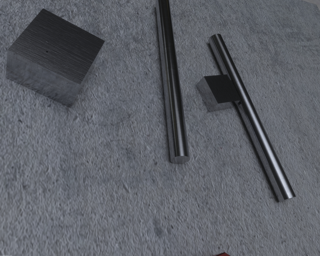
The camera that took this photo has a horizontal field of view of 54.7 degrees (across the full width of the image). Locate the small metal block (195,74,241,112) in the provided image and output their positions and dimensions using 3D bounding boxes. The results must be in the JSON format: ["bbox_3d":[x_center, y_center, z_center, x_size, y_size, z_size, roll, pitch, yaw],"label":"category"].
[{"bbox_3d":[0.092,-0.056,0.490,0.050,0.025,0.050,-11,67,-33],"label":"small metal block"}]

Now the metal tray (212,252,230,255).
[{"bbox_3d":[0.051,0.203,0.305,0.091,0.030,0.130,-6,65,-31],"label":"metal tray"}]

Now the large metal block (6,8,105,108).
[{"bbox_3d":[-0.124,-0.083,0.373,0.080,0.050,0.080,26,52,-13],"label":"large metal block"}]

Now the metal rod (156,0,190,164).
[{"bbox_3d":[0.015,-0.089,0.468,0.025,0.025,0.299,10,58,-24],"label":"metal rod"}]

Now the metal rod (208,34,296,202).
[{"bbox_3d":[0.141,-0.029,0.499,0.025,0.025,0.299,-3,63,-30],"label":"metal rod"}]
